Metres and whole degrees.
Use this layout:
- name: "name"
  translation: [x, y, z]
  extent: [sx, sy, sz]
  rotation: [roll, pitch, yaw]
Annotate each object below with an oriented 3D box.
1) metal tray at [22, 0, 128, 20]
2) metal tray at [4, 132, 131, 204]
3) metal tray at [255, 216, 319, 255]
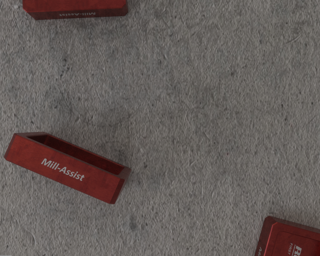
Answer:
- name: "metal tray"
  translation: [-0.110, -0.194, 0.406]
  extent: [0.131, 0.030, 0.089]
  rotation: [-3, 90, 0]
- name: "metal tray"
  translation: [-0.104, 0.044, 0.376]
  extent: [0.131, 0.090, 0.030]
  rotation: [23, 90, 0]
- name: "metal tray"
  translation: [0.171, 0.192, 0.408]
  extent: [0.090, 0.030, 0.129]
  rotation: [15, 90, 0]
